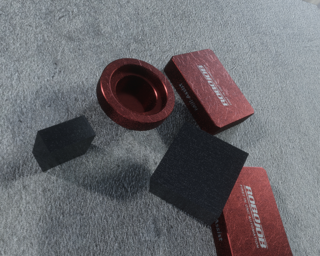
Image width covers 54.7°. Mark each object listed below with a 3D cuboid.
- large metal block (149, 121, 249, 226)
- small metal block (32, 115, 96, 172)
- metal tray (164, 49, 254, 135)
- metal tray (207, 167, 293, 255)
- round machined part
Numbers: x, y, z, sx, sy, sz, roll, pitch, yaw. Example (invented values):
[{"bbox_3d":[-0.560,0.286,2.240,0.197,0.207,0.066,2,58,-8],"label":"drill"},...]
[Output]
[{"bbox_3d":[0.043,0.052,0.356,0.080,0.050,0.080,28,64,11],"label":"large metal block"},{"bbox_3d":[-0.101,0.016,0.324,0.050,0.050,0.025,-24,75,-37],"label":"small metal block"},{"bbox_3d":[0.076,-0.058,0.479,0.091,0.030,0.130,-21,73,-36],"label":"metal tray"},{"bbox_3d":[0.108,0.114,0.391,0.091,0.030,0.130,5,59,-26],"label":"metal tray"},{"bbox_3d":[-0.034,-0.039,0.400,0.099,0.042,0.098,14,56,-21],"label":"round machined part"}]
